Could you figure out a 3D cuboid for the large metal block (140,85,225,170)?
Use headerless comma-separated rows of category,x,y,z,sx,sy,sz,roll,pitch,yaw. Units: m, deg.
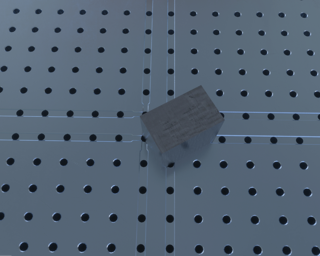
large metal block,0.025,0.002,0.382,0.080,0.080,0.050,-28,73,-10
